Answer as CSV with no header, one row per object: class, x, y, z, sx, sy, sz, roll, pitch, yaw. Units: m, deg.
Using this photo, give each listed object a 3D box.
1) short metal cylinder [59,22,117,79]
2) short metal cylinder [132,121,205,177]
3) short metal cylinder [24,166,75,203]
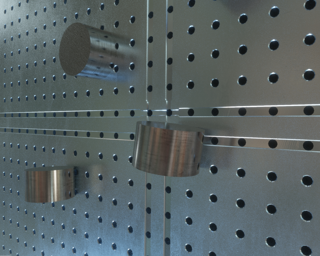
short metal cylinder,-0.114,-0.119,0.487,0.080,0.050,0.079,0,90,40
short metal cylinder,0.010,0.022,0.366,0.080,0.081,0.050,12,98,39
short metal cylinder,-0.187,0.094,0.529,0.080,0.081,0.050,-3,88,40
